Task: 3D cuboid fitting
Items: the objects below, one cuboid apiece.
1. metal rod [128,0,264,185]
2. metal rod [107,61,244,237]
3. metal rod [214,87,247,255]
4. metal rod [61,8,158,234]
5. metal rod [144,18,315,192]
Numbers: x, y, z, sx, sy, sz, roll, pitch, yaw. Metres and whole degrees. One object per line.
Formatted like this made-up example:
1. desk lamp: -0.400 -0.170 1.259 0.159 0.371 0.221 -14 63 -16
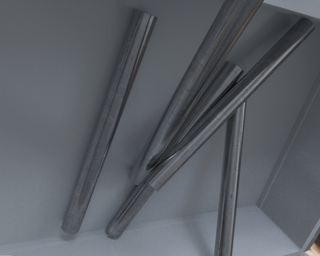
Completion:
1. metal rod: 0.018 -0.018 0.328 0.025 0.025 0.298 -4 146 -27
2. metal rod: 0.016 0.037 0.442 0.025 0.025 0.299 28 103 -38
3. metal rod: 0.098 0.087 0.438 0.025 0.025 0.298 5 91 -31
4. metal rod: -0.068 0.008 0.377 0.025 0.025 0.298 10 114 -33
5. metal rod: 0.094 -0.034 0.408 0.300 0.025 0.025 -45 130 -5
